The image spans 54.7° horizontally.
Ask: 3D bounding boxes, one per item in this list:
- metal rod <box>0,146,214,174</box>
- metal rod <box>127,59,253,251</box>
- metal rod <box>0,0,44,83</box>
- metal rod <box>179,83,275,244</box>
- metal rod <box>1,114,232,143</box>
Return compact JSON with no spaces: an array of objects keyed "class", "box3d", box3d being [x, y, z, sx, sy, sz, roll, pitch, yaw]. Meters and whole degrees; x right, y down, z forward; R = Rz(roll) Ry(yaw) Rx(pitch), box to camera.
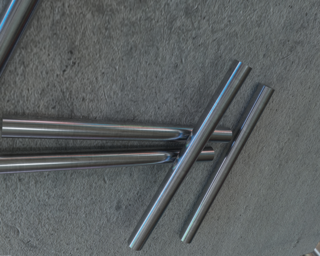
[{"class":"metal rod","box3d":[-0.058,0.038,0.398,0.303,0.025,0.025,0,118,-29]},{"class":"metal rod","box3d":[0.033,0.047,0.419,0.025,0.025,0.298,18,109,-35]},{"class":"metal rod","box3d":[-0.144,-0.074,0.281,0.025,0.025,0.299,25,105,-37]},{"class":"metal rod","box3d":[0.102,0.068,0.503,0.025,0.025,0.298,10,113,-33]},{"class":"metal rod","box3d":[-0.031,0.004,0.392,0.302,0.025,0.025,3,117,-30]}]
